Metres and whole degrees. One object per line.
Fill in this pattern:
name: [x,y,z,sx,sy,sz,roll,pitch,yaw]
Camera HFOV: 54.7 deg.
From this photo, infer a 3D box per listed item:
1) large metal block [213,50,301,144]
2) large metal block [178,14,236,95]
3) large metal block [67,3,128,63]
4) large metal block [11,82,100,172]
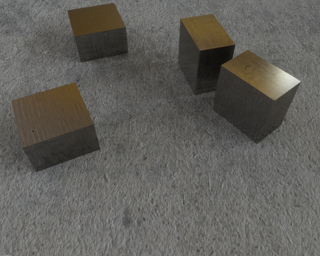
large metal block: [0.120,-0.040,0.402,0.050,0.080,0.080,-33,57,-24]
large metal block: [0.065,-0.109,0.459,0.050,0.080,0.080,-12,51,-10]
large metal block: [-0.105,-0.162,0.523,0.081,0.050,0.080,-15,52,-12]
large metal block: [-0.130,-0.003,0.389,0.081,0.050,0.080,-20,53,-16]
